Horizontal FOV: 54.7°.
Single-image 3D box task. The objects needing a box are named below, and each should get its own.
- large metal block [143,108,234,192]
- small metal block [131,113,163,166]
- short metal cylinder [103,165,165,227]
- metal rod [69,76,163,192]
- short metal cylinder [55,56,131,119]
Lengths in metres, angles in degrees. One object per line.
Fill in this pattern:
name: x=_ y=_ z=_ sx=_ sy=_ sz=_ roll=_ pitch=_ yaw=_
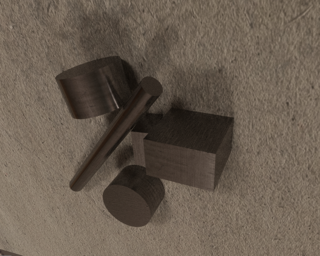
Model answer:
large metal block: x=0.036 y=0.021 z=0.364 sx=0.080 sy=0.080 sz=0.050 roll=11 pitch=123 yaw=22
small metal block: x=-0.014 y=0.014 z=0.404 sx=0.025 sy=0.050 sz=0.050 roll=6 pitch=122 yaw=17
short metal cylinder: x=-0.039 y=0.103 z=0.474 sx=0.080 sy=0.050 sz=0.079 roll=13 pitch=124 yaw=20
metal rod: x=-0.077 y=0.028 z=0.433 sx=0.025 sy=0.025 sz=0.298 roll=42 pitch=138 yaw=-1
short metal cylinder: x=-0.079 y=-0.051 z=0.380 sx=0.080 sy=0.080 sz=0.050 roll=-3 pitch=117 yaw=29
